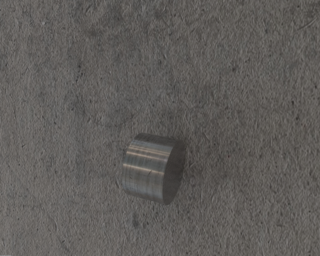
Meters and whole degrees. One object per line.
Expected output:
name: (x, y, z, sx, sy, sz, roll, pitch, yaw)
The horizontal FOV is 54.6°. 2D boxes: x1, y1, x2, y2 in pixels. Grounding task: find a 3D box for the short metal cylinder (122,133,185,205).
short metal cylinder: (-0.005, 0.049, 0.382, 0.050, 0.080, 0.080, 10, 94, 20)
